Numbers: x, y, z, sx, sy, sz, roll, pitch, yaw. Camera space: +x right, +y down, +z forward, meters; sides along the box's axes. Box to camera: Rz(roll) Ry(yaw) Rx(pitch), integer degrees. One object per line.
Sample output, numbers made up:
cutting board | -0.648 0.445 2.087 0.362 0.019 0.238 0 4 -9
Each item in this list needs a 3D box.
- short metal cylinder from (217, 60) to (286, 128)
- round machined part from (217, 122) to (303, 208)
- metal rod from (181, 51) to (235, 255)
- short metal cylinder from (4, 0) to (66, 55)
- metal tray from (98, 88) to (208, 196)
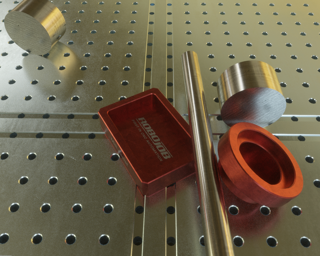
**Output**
short metal cylinder | 0.118 -0.041 0.407 0.080 0.080 0.050 1 50 0
round machined part | 0.104 0.044 0.344 0.099 0.042 0.098 20 42 -19
metal rod | 0.049 0.011 0.358 0.025 0.025 0.300 -2 50 -1
short metal cylinder | -0.205 -0.169 0.512 0.080 0.080 0.050 13 51 10
metal tray | -0.011 0.011 0.394 0.091 0.030 0.130 -24 54 -19
